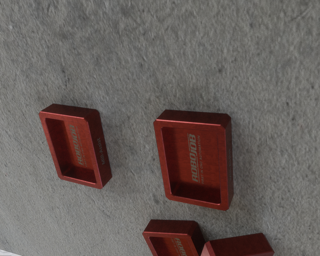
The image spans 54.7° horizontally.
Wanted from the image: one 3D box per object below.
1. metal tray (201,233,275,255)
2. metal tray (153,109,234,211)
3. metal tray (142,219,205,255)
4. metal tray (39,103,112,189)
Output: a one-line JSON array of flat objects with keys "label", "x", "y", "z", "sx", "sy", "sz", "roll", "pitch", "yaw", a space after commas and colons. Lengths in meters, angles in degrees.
[{"label": "metal tray", "x": 0.099, "y": 0.209, "z": 0.447, "sx": 0.091, "sy": 0.030, "sz": 0.129, "roll": -2, "pitch": 126, "yaw": -16}, {"label": "metal tray", "x": 0.046, "y": 0.042, "z": 0.404, "sx": 0.090, "sy": 0.030, "sz": 0.129, "roll": 5, "pitch": 121, "yaw": 25}, {"label": "metal tray", "x": 0.036, "y": 0.212, "z": 0.514, "sx": 0.090, "sy": 0.030, "sz": 0.129, "roll": -9, "pitch": 114, "yaw": 31}, {"label": "metal tray", "x": -0.131, "y": 0.030, "z": 0.488, "sx": 0.090, "sy": 0.030, "sz": 0.129, "roll": 8, "pitch": 122, "yaw": 23}]
